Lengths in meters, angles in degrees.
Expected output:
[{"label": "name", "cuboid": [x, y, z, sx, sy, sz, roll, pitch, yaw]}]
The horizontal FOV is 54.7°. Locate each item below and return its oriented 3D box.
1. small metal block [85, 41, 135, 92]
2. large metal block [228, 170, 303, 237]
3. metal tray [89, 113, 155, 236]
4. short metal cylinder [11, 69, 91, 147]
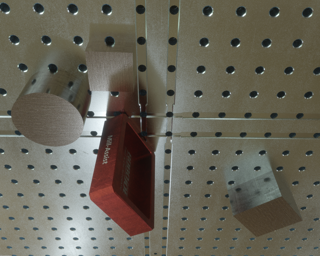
[{"label": "small metal block", "cuboid": [-0.055, -0.069, 0.352, 0.050, 0.025, 0.050, 1, 130, -2]}, {"label": "large metal block", "cuboid": [0.169, 0.125, 0.503, 0.080, 0.050, 0.080, -31, 124, 23]}, {"label": "metal tray", "cuboid": [-0.041, 0.055, 0.389, 0.030, 0.130, 0.090, -22, 127, 17]}, {"label": "short metal cylinder", "cuboid": [-0.128, -0.024, 0.374, 0.081, 0.050, 0.079, 0, 130, 0]}]
